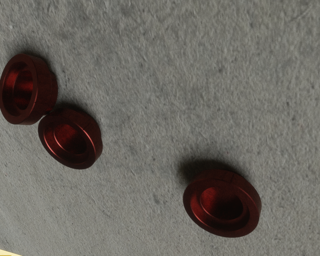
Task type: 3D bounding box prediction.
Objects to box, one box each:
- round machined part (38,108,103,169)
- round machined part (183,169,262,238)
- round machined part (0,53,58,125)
[{"bbox_3d":[-0.129,0.012,0.466,0.098,0.042,0.097,13,127,17],"label":"round machined part"},{"bbox_3d":[0.084,0.093,0.409,0.098,0.042,0.097,13,124,20],"label":"round machined part"},{"bbox_3d":[-0.183,-0.052,0.439,0.098,0.042,0.097,-3,85,35],"label":"round machined part"}]
